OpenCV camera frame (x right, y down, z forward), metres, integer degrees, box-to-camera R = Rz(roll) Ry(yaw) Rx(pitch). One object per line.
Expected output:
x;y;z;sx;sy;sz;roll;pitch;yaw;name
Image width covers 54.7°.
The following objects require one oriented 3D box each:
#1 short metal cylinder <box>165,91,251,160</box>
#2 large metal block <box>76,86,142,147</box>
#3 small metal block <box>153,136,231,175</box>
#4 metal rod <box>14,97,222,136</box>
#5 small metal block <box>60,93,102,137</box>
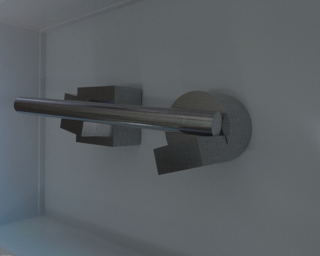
0.053;0.001;0.343;0.080;0.050;0.079;0;90;39;short metal cylinder
-0.075;-0.017;0.446;0.080;0.050;0.079;4;92;39;large metal block
0.031;0.026;0.295;0.050;0.050;0.025;-18;79;38;small metal block
-0.073;-0.018;0.371;0.300;0.025;0.025;7;94;31;metal rod
-0.109;-0.019;0.427;0.050;0.025;0.050;17;100;38;small metal block
